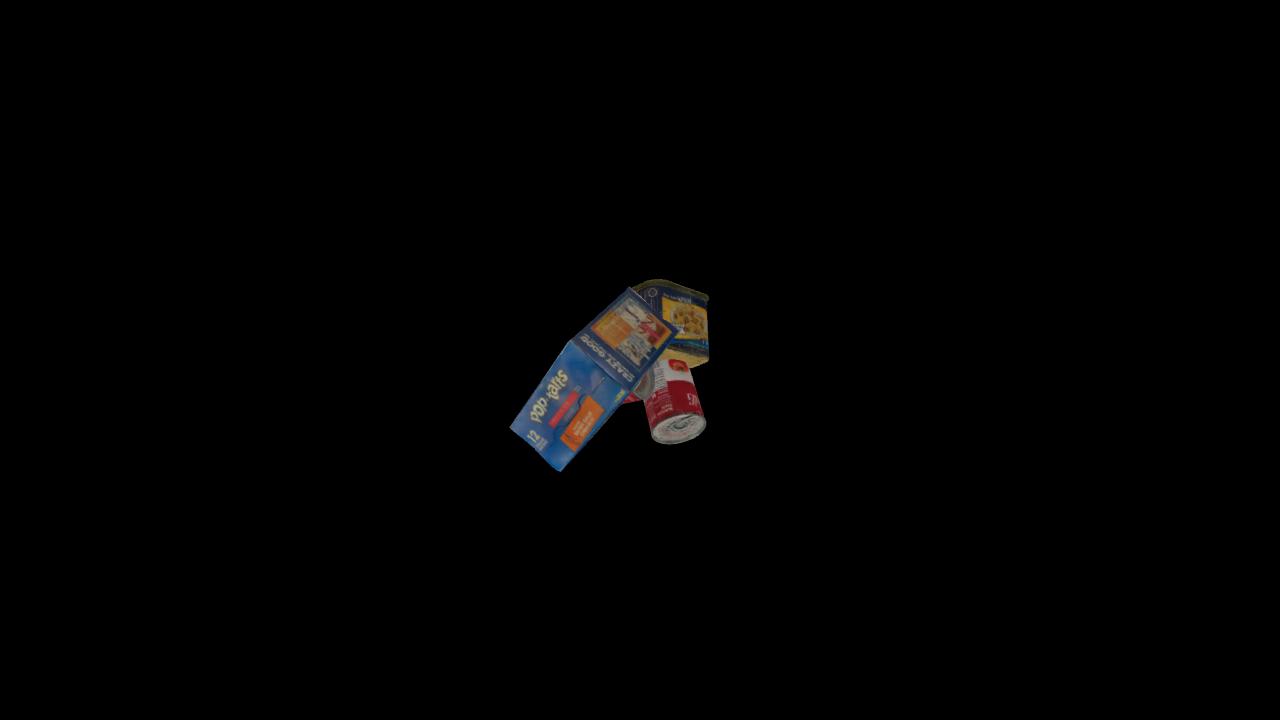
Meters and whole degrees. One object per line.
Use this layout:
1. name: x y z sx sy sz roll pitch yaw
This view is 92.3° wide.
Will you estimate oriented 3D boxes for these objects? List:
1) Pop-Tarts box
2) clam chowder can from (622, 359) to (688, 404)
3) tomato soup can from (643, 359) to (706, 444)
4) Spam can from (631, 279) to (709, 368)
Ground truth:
1. Pop-Tarts box: -0.052 0.022 0.707 0.167 0.083 0.141 -51 -1 39
2. clam chowder can: -0.043 0.023 0.710 0.102 0.068 0.068 -15 -7 28
3. tomato soup can: 0.036 0.043 0.751 0.068 0.101 0.068 -9 -36 -7
4. Spam can: 0.038 -0.041 0.746 0.101 0.085 0.058 12 -22 -38
